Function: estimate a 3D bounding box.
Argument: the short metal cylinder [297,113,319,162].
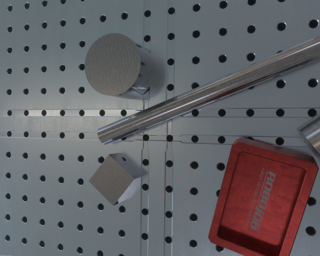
[{"bbox_3d":[0.187,0.018,0.317,0.050,0.080,0.080,-37,78,16],"label":"short metal cylinder"}]

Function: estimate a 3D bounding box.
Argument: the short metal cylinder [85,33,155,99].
[{"bbox_3d":[-0.053,-0.081,0.418,0.080,0.050,0.079,0,90,20],"label":"short metal cylinder"}]

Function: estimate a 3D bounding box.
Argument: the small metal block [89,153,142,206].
[{"bbox_3d":[-0.063,0.071,0.435,0.050,0.025,0.050,41,103,15],"label":"small metal block"}]

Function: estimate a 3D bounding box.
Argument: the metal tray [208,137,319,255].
[{"bbox_3d":[0.116,0.085,0.358,0.090,0.030,0.129,16,104,19],"label":"metal tray"}]

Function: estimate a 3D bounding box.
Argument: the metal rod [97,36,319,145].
[{"bbox_3d":[0.051,-0.040,0.394,0.300,0.025,0.025,-21,83,18],"label":"metal rod"}]
